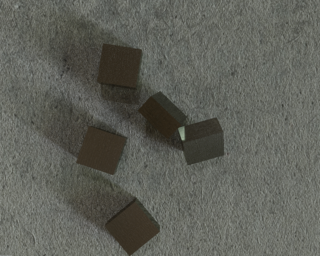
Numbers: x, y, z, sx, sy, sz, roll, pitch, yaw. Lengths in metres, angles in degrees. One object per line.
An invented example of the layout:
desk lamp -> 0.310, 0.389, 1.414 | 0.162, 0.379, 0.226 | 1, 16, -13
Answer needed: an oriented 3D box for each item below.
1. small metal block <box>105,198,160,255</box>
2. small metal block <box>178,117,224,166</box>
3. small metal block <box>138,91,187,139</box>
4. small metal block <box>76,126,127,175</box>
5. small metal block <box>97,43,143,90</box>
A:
small metal block -> -0.035, 0.130, 0.410 | 0.050, 0.025, 0.050 | -39, 90, 0
small metal block -> 0.053, 0.018, 0.396 | 0.050, 0.050, 0.025 | -16, 49, 0
small metal block -> 0.005, -0.018, 0.395 | 0.050, 0.050, 0.025 | 44, 108, 0
small metal block -> -0.076, 0.029, 0.409 | 0.050, 0.025, 0.050 | 19, 90, 0
small metal block -> -0.052, -0.080, 0.409 | 0.050, 0.025, 0.050 | 9, 90, 0
